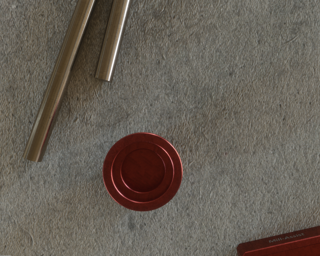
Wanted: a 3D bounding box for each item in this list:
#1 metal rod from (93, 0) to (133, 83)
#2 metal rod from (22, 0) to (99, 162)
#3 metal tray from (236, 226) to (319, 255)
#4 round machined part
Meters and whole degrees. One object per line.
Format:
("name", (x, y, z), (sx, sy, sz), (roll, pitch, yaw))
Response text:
("metal rod", (-0.040, -0.208, 0.409), (0.025, 0.025, 0.298), (14, 90, -1))
("metal rod", (-0.119, -0.100, 0.408), (0.025, 0.025, 0.299), (20, 90, -1))
("metal tray", (0.177, 0.189, 0.409), (0.131, 0.030, 0.089), (-12, 90, -1))
("round machined part", (-0.021, 0.054, 0.401), (0.099, 0.042, 0.097), (0, 90, -1))
